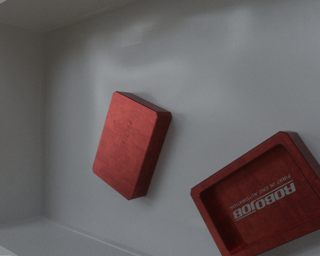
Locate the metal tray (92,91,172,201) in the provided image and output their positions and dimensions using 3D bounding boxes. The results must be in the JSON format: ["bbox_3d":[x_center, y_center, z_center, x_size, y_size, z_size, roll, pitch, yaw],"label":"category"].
[{"bbox_3d":[-0.043,0.023,0.437,0.090,0.030,0.129,28,108,36],"label":"metal tray"}]

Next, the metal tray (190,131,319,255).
[{"bbox_3d":[0.103,0.073,0.317,0.129,0.030,0.090,-41,66,32],"label":"metal tray"}]
